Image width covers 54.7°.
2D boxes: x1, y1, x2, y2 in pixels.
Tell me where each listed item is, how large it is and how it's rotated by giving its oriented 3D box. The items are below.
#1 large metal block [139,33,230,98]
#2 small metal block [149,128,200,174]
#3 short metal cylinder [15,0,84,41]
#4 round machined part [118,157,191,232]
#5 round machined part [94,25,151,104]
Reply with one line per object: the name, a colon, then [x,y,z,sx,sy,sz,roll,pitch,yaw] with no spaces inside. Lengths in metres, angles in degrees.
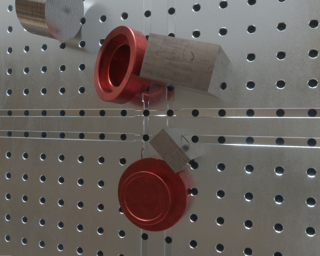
large metal block: [0.033,-0.072,0.372,0.080,0.080,0.050,15,95,19]
small metal block: [0.020,0.027,0.392,0.025,0.050,0.050,-45,76,15]
short metal cylinder: [-0.153,-0.168,0.437,0.050,0.080,0.080,18,96,19]
round machined part: [-0.012,0.088,0.408,0.098,0.042,0.097,0,90,20]
round machined part: [-0.043,-0.079,0.404,0.098,0.042,0.098,-14,72,48]
